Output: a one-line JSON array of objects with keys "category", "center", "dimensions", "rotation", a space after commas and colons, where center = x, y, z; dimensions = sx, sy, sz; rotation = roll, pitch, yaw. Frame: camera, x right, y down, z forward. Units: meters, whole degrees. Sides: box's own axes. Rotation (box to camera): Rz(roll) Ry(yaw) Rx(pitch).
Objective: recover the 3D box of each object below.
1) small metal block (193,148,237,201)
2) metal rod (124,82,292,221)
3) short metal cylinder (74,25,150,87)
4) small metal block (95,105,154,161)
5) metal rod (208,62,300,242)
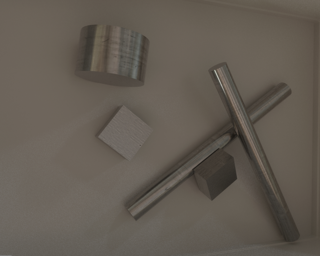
[{"category": "small metal block", "center": [0.078, 0.065, 0.429], "dimensions": [0.050, 0.025, 0.050], "rotation": [-36, 135, -17]}, {"category": "metal rod", "center": [0.078, 0.024, 0.440], "dimensions": [0.301, 0.025, 0.025], "rotation": [-36, 102, -17]}, {"category": "short metal cylinder", "center": [-0.055, -0.081, 0.361], "dimensions": [0.081, 0.080, 0.050], "rotation": [8, 88, -20]}, {"category": "small metal block", "center": [-0.046, 0.006, 0.395], "dimensions": [0.050, 0.025, 0.050], "rotation": [40, 77, -16]}, {"category": "metal rod", "center": [0.141, 0.046, 0.443], "dimensions": [0.025, 0.025, 0.299], "rotation": [-34, 109, -17]}]
